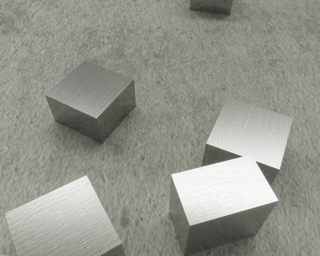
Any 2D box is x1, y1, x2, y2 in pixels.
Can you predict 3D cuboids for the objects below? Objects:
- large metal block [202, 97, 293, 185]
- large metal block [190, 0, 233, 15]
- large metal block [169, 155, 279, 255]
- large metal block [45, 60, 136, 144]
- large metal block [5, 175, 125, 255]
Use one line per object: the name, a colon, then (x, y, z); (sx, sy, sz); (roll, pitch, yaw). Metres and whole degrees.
large metal block: (0.104, 0.018, 0.373); (0.080, 0.050, 0.080); (20, 53, 15)
large metal block: (0.108, -0.275, 0.619); (0.080, 0.050, 0.080); (11, 51, 9)
large metal block: (0.056, 0.078, 0.303); (0.081, 0.080, 0.050); (-12, 51, -11)
large metal block: (-0.089, -0.037, 0.417); (0.080, 0.050, 0.080); (24, 54, 18)
large metal block: (-0.088, 0.106, 0.297); (0.081, 0.050, 0.080); (-25, 55, -20)
